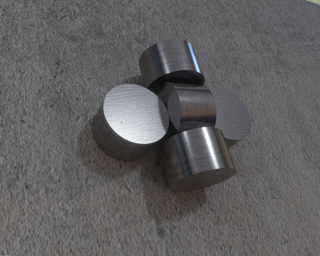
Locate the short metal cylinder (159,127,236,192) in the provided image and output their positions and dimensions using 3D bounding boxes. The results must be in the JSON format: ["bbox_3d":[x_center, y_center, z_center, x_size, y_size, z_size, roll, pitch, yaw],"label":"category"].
[{"bbox_3d":[0.044,0.040,0.370,0.081,0.080,0.050,0,62,-28],"label":"short metal cylinder"}]

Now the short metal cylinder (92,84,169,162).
[{"bbox_3d":[-0.036,-0.006,0.373,0.081,0.050,0.080,14,55,-21],"label":"short metal cylinder"}]

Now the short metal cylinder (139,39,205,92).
[{"bbox_3d":[0.015,-0.075,0.424,0.081,0.080,0.050,0,62,-28],"label":"short metal cylinder"}]

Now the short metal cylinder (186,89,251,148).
[{"bbox_3d":[0.080,-0.008,0.436,0.081,0.050,0.080,13,57,-21],"label":"short metal cylinder"}]

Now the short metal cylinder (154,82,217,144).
[{"bbox_3d":[0.027,-0.017,0.396,0.050,0.080,0.080,0,62,-28],"label":"short metal cylinder"}]
